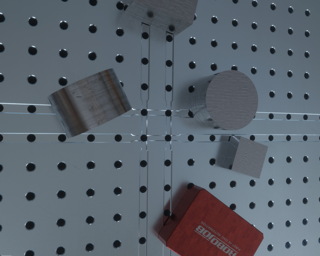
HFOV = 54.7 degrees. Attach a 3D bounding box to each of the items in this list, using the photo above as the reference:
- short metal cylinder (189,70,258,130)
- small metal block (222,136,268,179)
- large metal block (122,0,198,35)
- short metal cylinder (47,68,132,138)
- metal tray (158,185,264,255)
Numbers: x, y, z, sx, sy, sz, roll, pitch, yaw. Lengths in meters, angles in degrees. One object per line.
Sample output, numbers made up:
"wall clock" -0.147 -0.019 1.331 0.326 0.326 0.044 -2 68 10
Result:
"short metal cylinder" 0.088 -0.037 0.432 0.081 0.050 0.079 0 90 -20
"small metal block" 0.126 0.043 0.459 0.050 0.025 0.050 19 84 -19
"large metal block" 0.004 -0.178 0.401 0.081 0.050 0.080 14 85 -20
"short metal cylinder" -0.079 -0.029 0.354 0.081 0.080 0.050 -28 99 -18
"metal tray" 0.075 0.153 0.438 0.130 0.030 0.090 39 78 -16
